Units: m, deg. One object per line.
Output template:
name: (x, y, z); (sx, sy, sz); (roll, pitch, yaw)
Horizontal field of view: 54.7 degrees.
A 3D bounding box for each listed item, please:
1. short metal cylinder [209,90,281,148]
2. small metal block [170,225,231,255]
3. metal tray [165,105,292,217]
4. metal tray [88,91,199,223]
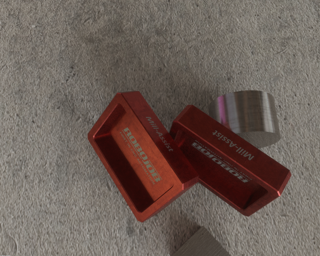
short metal cylinder: (0.102, -0.006, 0.382); (0.081, 0.080, 0.050); (-2, 70, -1)
small metal block: (0.048, 0.149, 0.354); (0.050, 0.025, 0.050); (-40, 75, -13)
metal tray: (0.069, 0.040, 0.357); (0.130, 0.090, 0.030); (35, 61, 12)
metal tray: (-0.025, 0.032, 0.362); (0.030, 0.090, 0.130); (-15, 64, -49)
